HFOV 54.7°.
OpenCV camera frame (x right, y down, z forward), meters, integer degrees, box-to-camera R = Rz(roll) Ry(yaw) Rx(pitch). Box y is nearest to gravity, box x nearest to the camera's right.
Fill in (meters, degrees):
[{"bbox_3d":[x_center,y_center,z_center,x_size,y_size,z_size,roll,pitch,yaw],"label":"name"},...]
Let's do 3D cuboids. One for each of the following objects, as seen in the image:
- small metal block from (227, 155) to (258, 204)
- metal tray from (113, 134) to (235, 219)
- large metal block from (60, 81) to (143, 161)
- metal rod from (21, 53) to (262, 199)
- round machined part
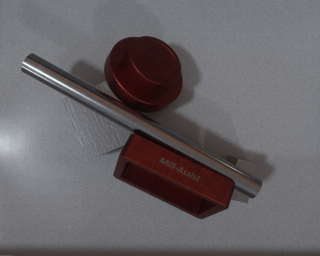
[{"bbox_3d":[0.100,0.064,0.399,0.025,0.050,0.050,15,90,0],"label":"small metal block"},{"bbox_3d":[0.012,0.063,0.374,0.131,0.090,0.030,26,63,-1],"label":"metal tray"},{"bbox_3d":[-0.067,-0.013,0.396,0.080,0.050,0.080,-22,90,-1],"label":"large metal block"},{"bbox_3d":[-0.020,-0.002,0.358,0.301,0.025,0.025,29,90,-1],"label":"metal rod"},{"bbox_3d":[-0.014,-0.071,0.375,0.099,0.042,0.098,14,59,-25],"label":"round machined part"}]
